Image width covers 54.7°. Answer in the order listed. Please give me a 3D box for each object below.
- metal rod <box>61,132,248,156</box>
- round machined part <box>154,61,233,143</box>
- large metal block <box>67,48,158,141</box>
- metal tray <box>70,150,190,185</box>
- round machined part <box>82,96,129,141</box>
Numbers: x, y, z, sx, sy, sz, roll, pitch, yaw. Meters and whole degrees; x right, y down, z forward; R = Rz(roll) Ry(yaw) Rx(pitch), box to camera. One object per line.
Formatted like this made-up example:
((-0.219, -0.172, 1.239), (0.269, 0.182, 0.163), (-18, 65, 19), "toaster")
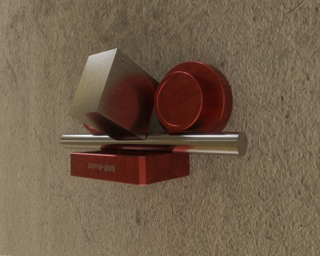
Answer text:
((-0.033, 0.019, 0.405), (0.300, 0.025, 0.025), (-1, 89, 39), "metal rod")
((0.032, -0.031, 0.366), (0.098, 0.042, 0.097), (0, 90, 39), "round machined part")
((-0.052, -0.037, 0.377), (0.050, 0.080, 0.080), (-3, 65, 39), "large metal block")
((-0.040, 0.046, 0.394), (0.130, 0.091, 0.030), (-1, 89, 39), "metal tray")
((-0.081, -0.027, 0.458), (0.098, 0.042, 0.097), (0, 90, 39), "round machined part")
